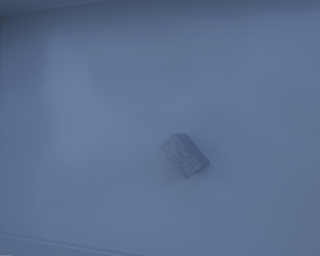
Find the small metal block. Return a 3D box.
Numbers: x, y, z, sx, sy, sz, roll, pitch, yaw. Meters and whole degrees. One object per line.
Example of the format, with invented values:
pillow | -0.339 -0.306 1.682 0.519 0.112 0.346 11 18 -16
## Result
small metal block | 0.032 0.034 0.386 0.025 0.050 0.050 -44 76 15
